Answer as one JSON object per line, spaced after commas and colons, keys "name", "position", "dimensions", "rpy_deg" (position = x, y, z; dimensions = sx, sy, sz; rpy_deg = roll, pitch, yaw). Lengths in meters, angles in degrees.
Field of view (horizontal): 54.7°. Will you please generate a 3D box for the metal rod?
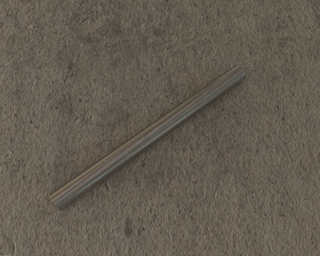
{"name": "metal rod", "position": [-0.006, 0.006, 0.408], "dimensions": [0.301, 0.025, 0.025], "rpy_deg": [-35, 74, -12]}
